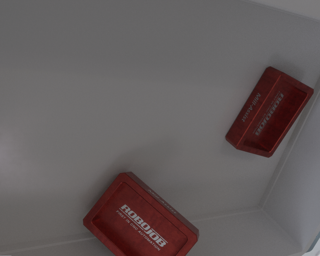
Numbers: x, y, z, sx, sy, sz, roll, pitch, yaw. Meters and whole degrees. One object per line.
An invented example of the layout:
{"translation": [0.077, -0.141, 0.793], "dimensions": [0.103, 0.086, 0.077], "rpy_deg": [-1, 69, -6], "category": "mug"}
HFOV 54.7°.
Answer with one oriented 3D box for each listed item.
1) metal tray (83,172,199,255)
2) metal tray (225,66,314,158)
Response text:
{"translation": [-0.025, 0.132, 0.410], "dimensions": [0.090, 0.130, 0.030], "rpy_deg": [-52, 168, 3], "category": "metal tray"}
{"translation": [0.171, -0.020, 0.485], "dimensions": [0.091, 0.030, 0.129], "rpy_deg": [16, 110, -35], "category": "metal tray"}
